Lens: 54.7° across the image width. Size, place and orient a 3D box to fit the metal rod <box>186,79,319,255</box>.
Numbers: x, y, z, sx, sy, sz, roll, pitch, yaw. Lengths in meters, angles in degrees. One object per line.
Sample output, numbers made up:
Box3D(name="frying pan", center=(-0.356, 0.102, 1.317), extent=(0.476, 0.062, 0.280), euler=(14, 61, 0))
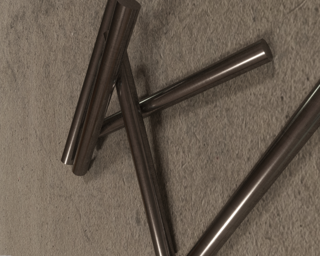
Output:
Box3D(name="metal rod", center=(0.087, 0.081, 0.332), extent=(0.025, 0.025, 0.298), euler=(44, 116, 31))

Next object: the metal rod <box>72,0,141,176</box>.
Box3D(name="metal rod", center=(-0.082, -0.029, 0.414), extent=(0.025, 0.025, 0.298), euler=(53, 138, 26))

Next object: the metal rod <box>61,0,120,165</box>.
Box3D(name="metal rod", center=(-0.106, -0.076, 0.489), extent=(0.025, 0.025, 0.298), euler=(33, 110, 35))

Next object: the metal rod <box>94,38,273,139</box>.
Box3D(name="metal rod", center=(-0.002, -0.034, 0.404), extent=(0.299, 0.025, 0.025), euler=(-22, 76, 37))

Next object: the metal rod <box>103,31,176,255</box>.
Box3D(name="metal rod", center=(-0.027, 0.022, 0.399), extent=(0.025, 0.025, 0.298), euler=(-14, 89, 39))
